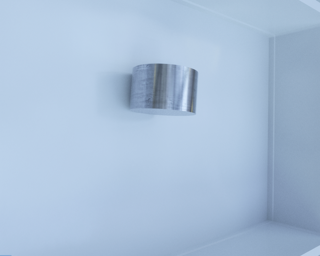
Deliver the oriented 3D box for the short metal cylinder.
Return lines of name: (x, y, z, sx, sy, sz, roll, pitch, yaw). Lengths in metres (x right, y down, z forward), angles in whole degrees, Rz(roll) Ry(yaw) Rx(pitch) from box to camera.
short metal cylinder: (0.005, -0.044, 0.377, 0.081, 0.080, 0.050, 6, 87, -40)
